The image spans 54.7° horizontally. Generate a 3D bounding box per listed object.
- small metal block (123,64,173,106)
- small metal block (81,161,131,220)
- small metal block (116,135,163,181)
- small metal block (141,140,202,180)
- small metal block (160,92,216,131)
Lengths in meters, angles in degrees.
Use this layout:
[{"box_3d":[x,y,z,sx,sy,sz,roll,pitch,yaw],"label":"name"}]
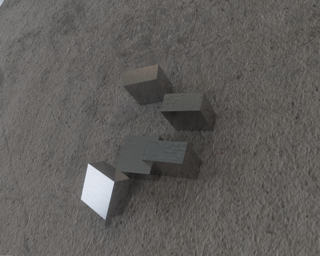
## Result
[{"box_3d":[-0.015,-0.059,0.432,0.050,0.050,0.025,-8,58,24],"label":"small metal block"},{"box_3d":[-0.067,0.075,0.379,0.050,0.025,0.050,26,108,37],"label":"small metal block"},{"box_3d":[-0.023,0.038,0.393,0.050,0.025,0.050,1,62,29],"label":"small metal block"},{"box_3d":[0.015,0.037,0.357,0.050,0.050,0.025,2,63,29],"label":"small metal block"},{"box_3d":[0.036,-0.019,0.381,0.050,0.050,0.025,0,62,28],"label":"small metal block"}]
